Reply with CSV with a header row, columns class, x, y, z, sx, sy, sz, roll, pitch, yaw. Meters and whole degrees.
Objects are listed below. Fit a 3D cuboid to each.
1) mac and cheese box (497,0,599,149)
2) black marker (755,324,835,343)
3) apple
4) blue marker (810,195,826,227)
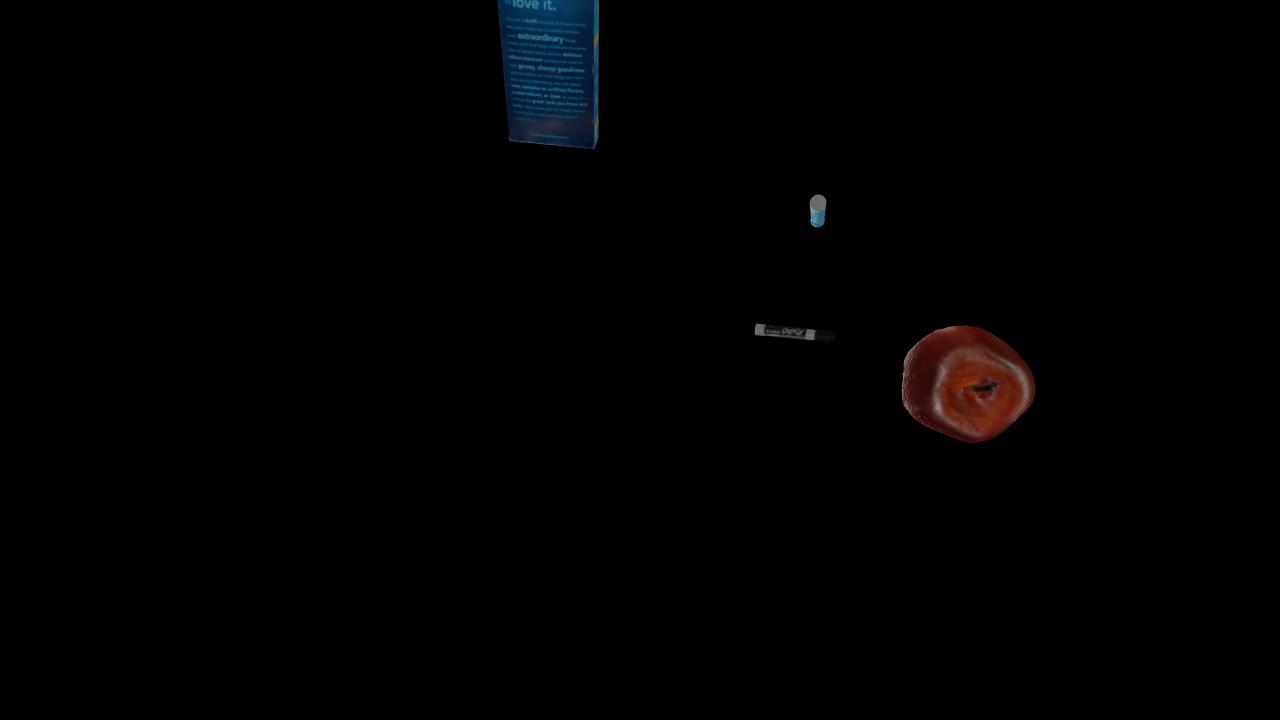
class,x,y,z,sx,sy,sz,roll,pitch,yaw
mac and cheese box,-0.086,-0.304,0.596,0.093,0.184,0.041,7,40,3
black marker,0.240,-0.042,0.959,0.121,0.020,0.020,7,3,22
apple,0.217,0.015,0.414,0.079,0.079,0.093,0,6,8
blue marker,0.221,-0.184,0.766,0.020,0.020,0.121,0,3,16
